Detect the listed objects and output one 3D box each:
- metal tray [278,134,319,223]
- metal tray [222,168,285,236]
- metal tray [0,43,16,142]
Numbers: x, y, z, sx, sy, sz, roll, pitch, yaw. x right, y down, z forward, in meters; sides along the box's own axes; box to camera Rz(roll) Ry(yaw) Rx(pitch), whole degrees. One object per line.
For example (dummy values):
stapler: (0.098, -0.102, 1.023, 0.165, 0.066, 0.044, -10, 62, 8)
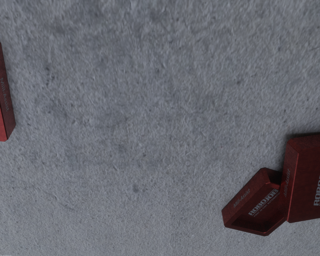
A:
metal tray: (0.224, 0.072, 0.442, 0.091, 0.030, 0.129, -8, 118, -6)
metal tray: (0.174, 0.127, 0.515, 0.091, 0.030, 0.129, 17, 128, -15)
metal tray: (-0.229, -0.045, 0.363, 0.091, 0.030, 0.129, 7, 130, -6)
